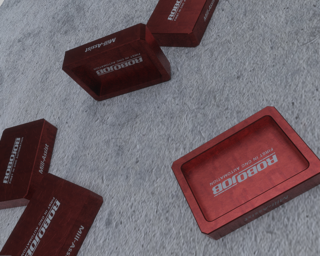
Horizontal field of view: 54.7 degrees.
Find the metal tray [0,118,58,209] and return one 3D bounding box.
[{"bbox_3d":[-0.215,0.055,0.480,0.090,0.030,0.130,-13,56,21],"label":"metal tray"}]

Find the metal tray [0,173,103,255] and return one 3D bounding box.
[{"bbox_3d":[-0.140,0.131,0.394,0.090,0.030,0.130,13,68,33],"label":"metal tray"}]

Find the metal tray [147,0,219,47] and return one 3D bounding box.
[{"bbox_3d":[0.039,-0.191,0.497,0.090,0.030,0.130,12,67,33],"label":"metal tray"}]

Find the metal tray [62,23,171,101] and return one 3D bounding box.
[{"bbox_3d":[-0.061,-0.090,0.449,0.130,0.090,0.030,-14,56,20],"label":"metal tray"}]

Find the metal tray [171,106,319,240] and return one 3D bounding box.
[{"bbox_3d":[0.087,0.046,0.326,0.130,0.030,0.090,-32,52,7],"label":"metal tray"}]
